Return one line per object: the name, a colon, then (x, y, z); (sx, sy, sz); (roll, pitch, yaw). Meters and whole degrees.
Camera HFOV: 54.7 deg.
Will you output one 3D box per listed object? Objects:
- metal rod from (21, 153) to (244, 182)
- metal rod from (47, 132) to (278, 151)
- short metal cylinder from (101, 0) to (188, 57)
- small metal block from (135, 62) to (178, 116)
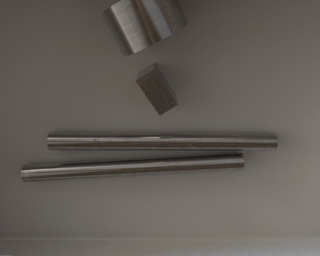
metal rod: (-0.037, 0.055, 0.430); (0.302, 0.025, 0.025); (-3, 110, 0)
metal rod: (0.004, 0.018, 0.417); (0.302, 0.025, 0.025); (0, 110, -1)
short metal cylinder: (-0.016, -0.119, 0.338); (0.080, 0.080, 0.050); (-25, 108, 8)
small metal block: (-0.004, -0.049, 0.380); (0.025, 0.050, 0.050); (-32, 107, 11)
